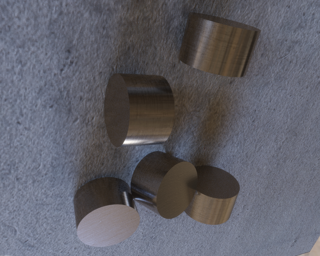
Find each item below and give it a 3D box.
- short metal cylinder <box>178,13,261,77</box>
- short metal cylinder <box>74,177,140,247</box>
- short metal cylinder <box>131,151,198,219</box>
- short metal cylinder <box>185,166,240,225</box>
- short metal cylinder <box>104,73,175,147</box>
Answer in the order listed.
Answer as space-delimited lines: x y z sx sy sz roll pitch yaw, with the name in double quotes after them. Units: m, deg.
0.066 -0.095 0.350 0.081 0.080 0.050 -1 119 -28 "short metal cylinder"
-0.072 0.113 0.416 0.081 0.050 0.079 -11 126 -14 "short metal cylinder"
0.007 0.077 0.427 0.081 0.050 0.079 -18 115 -42 "short metal cylinder"
0.077 0.102 0.478 0.081 0.080 0.050 -4 121 -27 "short metal cylinder"
-0.026 -0.020 0.346 0.050 0.080 0.079 -2 120 -28 "short metal cylinder"
